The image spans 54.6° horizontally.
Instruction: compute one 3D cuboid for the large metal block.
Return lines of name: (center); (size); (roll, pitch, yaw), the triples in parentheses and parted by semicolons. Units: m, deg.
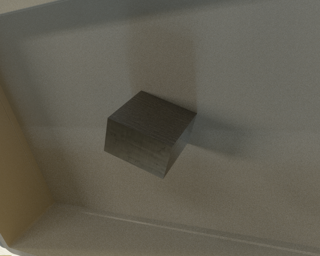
large metal block: (-0.011, 0.005, 0.382); (0.080, 0.080, 0.050); (24, 127, 14)
